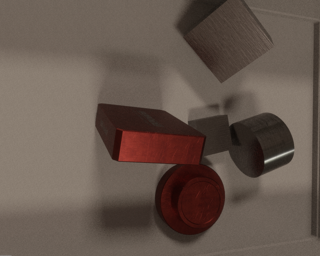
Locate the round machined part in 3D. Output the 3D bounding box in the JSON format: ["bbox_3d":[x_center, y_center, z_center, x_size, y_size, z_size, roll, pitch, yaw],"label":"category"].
[{"bbox_3d":[0.047,0.097,0.420,0.099,0.042,0.097,0,90,-21],"label":"round machined part"}]

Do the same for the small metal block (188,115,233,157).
[{"bbox_3d":[0.071,0.010,0.438,0.050,0.025,0.050,-11,94,-20],"label":"small metal block"}]

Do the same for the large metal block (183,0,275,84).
[{"bbox_3d":[0.090,-0.120,0.410,0.080,0.050,0.080,-35,107,28],"label":"large metal block"}]

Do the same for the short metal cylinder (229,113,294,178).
[{"bbox_3d":[0.138,0.023,0.434,0.050,0.080,0.080,-18,97,-19],"label":"short metal cylinder"}]

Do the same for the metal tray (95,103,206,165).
[{"bbox_3d":[-0.018,0.003,0.347,0.091,0.130,0.030,5,103,-20],"label":"metal tray"}]
